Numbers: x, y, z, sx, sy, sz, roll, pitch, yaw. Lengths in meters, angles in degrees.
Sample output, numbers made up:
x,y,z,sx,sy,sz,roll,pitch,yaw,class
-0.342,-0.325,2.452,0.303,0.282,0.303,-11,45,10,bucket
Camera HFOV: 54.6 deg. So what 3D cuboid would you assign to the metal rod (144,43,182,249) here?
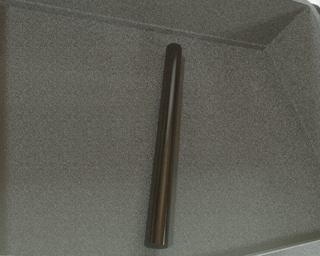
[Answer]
x,y,z,sx,sy,sz,roll,pitch,yaw,class
0.009,0.000,0.407,0.025,0.025,0.300,18,55,-18,metal rod
